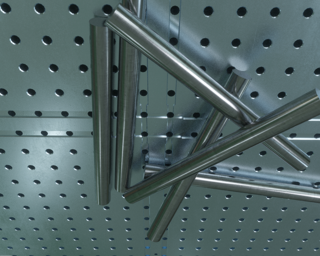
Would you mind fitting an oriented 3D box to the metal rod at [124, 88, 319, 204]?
[{"bbox_3d":[0.055,0.038,0.385,0.025,0.025,0.299,35,132,-26],"label":"metal rod"}]

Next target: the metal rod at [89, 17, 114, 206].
[{"bbox_3d":[-0.077,0.004,0.414,0.025,0.025,0.298,5,130,-4],"label":"metal rod"}]

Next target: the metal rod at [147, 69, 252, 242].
[{"bbox_3d":[0.043,0.057,0.432,0.025,0.025,0.298,16,120,-13],"label":"metal rod"}]

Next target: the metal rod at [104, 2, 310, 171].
[{"bbox_3d":[0.071,-0.030,0.347,0.301,0.025,0.025,33,123,-24],"label":"metal rod"}]

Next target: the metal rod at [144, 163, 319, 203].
[{"bbox_3d":[0.124,0.088,0.487,0.302,0.025,0.025,9,130,-8],"label":"metal rod"}]

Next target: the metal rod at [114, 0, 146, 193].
[{"bbox_3d":[-0.042,-0.021,0.393,0.025,0.025,0.298,5,130,-4],"label":"metal rod"}]
